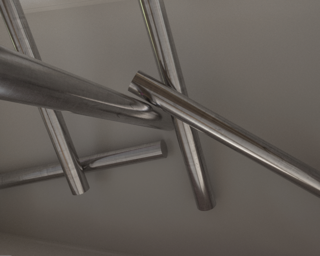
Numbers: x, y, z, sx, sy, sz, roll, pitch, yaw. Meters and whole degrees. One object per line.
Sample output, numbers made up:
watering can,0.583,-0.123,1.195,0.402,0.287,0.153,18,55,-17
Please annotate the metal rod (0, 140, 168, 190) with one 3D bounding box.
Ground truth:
metal rod,-0.133,0.059,0.455,0.301,0.025,0.025,-13,86,19

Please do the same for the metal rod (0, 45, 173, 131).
metal rod,-0.035,-0.018,0.269,0.025,0.301,0.025,-1,86,18

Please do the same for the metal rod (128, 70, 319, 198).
metal rod,0.104,0.024,0.325,0.301,0.025,0.025,29,100,-2

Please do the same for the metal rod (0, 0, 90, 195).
metal rod,-0.149,-0.051,0.389,0.025,0.025,0.298,-10,107,19

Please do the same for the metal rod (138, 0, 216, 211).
metal rod,0.018,-0.039,0.345,0.025,0.025,0.298,-10,109,19
